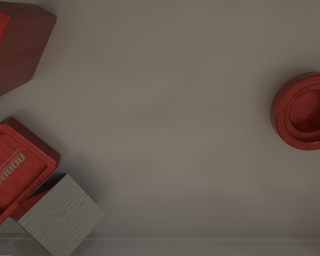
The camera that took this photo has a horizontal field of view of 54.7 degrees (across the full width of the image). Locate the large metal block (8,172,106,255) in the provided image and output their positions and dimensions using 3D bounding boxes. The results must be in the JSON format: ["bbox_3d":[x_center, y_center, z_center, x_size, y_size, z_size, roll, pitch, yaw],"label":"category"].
[{"bbox_3d":[-0.136,0.117,0.416,0.080,0.050,0.080,-48,112,-31],"label":"large metal block"}]

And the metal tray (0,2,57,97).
[{"bbox_3d":[-0.157,-0.082,0.323,0.030,0.130,0.090,28,108,-10],"label":"metal tray"}]

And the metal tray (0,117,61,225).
[{"bbox_3d":[-0.212,0.061,0.417,0.130,0.030,0.090,-45,107,7],"label":"metal tray"}]

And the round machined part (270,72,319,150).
[{"bbox_3d":[0.190,-0.024,0.396,0.099,0.042,0.097,0,110,-1],"label":"round machined part"}]

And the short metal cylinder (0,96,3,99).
[{"bbox_3d":[-0.236,-0.058,0.373,0.081,0.050,0.079,0,110,-1],"label":"short metal cylinder"}]
